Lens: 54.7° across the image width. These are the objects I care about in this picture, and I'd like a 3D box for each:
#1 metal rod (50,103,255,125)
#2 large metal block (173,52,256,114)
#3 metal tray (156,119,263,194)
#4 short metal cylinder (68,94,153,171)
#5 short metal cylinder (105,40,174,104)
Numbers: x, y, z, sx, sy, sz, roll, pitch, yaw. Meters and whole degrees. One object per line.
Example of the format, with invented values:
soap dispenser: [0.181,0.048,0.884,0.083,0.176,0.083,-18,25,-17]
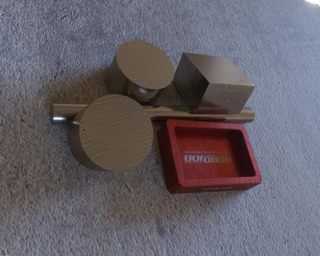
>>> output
metal rod: [0.010,-0.018,0.423,0.303,0.025,0.025,-1,62,-29]
large metal block: [0.076,-0.065,0.454,0.081,0.050,0.080,-1,41,-29]
metal tray: [0.066,0.037,0.414,0.131,0.030,0.090,3,60,-27]
short metal cylinder: [-0.055,0.007,0.339,0.081,0.050,0.080,5,80,-28]
short metal cylinder: [-0.028,-0.071,0.417,0.081,0.050,0.080,14,56,-21]
